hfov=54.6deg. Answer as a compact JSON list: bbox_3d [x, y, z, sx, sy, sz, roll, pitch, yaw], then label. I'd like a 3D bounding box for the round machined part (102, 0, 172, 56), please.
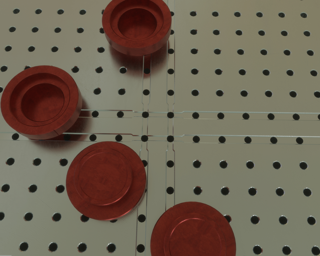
[{"bbox_3d":[-0.032,-0.147,0.457,0.099,0.042,0.098,0,70,0],"label":"round machined part"}]

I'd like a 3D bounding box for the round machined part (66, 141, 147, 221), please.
[{"bbox_3d":[-0.066,0.062,0.380,0.099,0.042,0.098,0,70,0],"label":"round machined part"}]

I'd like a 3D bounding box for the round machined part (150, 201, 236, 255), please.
[{"bbox_3d":[0.038,0.134,0.354,0.099,0.042,0.098,0,70,0],"label":"round machined part"}]

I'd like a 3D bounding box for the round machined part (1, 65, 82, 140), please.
[{"bbox_3d":[-0.153,-0.030,0.413,0.099,0.042,0.098,0,70,0],"label":"round machined part"}]
